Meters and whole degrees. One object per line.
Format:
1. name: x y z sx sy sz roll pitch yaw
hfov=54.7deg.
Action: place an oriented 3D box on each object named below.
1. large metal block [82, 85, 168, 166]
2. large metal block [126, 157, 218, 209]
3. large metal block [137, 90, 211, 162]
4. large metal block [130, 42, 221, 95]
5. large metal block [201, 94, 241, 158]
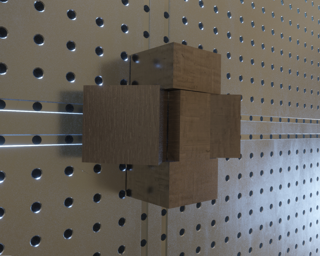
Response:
1. large metal block: -0.036 -0.004 0.337 0.050 0.080 0.079 1 90 -80
2. large metal block: 0.015 0.062 0.386 0.081 0.080 0.050 1 90 -40
3. large metal block: 0.015 -0.002 0.387 0.050 0.080 0.079 1 89 -40
4. large metal block: 0.019 -0.068 0.390 0.081 0.080 0.050 1 90 -40
5. large metal block: 0.074 -0.002 0.427 0.050 0.080 0.079 1 89 -3
